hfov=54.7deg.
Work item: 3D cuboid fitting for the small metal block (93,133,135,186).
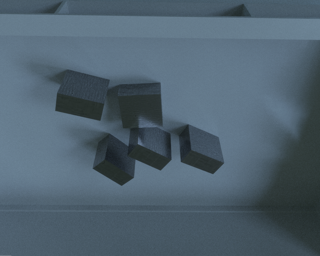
[{"bbox_3d":[-0.061,0.044,0.429,0.025,0.050,0.050,-37,121,27],"label":"small metal block"}]

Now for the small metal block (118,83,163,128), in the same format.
[{"bbox_3d":[-0.023,-0.028,0.385,0.050,0.025,0.050,-2,130,2],"label":"small metal block"}]

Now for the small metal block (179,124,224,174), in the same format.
[{"bbox_3d":[0.055,0.028,0.417,0.050,0.050,0.025,22,127,-18],"label":"small metal block"}]

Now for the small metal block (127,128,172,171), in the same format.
[{"bbox_3d":[-0.013,0.022,0.411,0.050,0.050,0.025,27,125,-21],"label":"small metal block"}]

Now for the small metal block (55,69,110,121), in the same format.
[{"bbox_3d":[-0.088,-0.039,0.359,0.050,0.050,0.025,13,129,-11],"label":"small metal block"}]
